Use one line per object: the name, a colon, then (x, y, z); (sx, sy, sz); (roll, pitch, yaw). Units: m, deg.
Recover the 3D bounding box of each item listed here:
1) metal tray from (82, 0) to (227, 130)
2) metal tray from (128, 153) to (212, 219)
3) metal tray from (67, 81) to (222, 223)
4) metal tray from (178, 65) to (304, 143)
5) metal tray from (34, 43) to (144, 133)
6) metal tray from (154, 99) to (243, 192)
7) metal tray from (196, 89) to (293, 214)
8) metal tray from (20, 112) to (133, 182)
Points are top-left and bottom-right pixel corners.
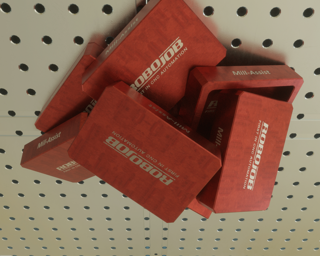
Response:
metal tray: (-0.007, -0.066, 0.327); (0.130, 0.030, 0.090); (-43, 121, 14)
metal tray: (0.005, 0.068, 0.408); (0.090, 0.130, 0.030); (35, 80, -27)
metal tray: (-0.016, 0.025, 0.314); (0.130, 0.030, 0.090); (35, 110, -3)
metal tray: (0.090, -0.025, 0.358); (0.131, 0.030, 0.089); (-6, 133, -22)
metal tray: (-0.083, -0.028, 0.383); (0.090, 0.030, 0.129); (31, 123, -24)
metal tray: (0.050, 0.021, 0.388); (0.130, 0.090, 0.030); (37, 121, -26)
metal tray: (0.097, 0.028, 0.349); (0.091, 0.030, 0.129); (8, 97, -33)
metal tray: (-0.105, 0.031, 0.404); (0.130, 0.030, 0.090); (-24, 143, 33)
